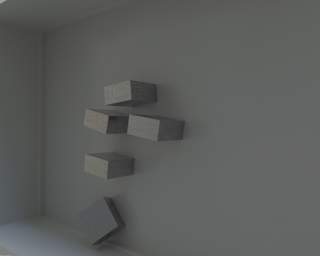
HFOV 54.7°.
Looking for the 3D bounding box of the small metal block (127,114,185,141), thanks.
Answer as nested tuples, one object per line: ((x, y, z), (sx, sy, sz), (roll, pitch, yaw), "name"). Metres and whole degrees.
((-0.005, -0.001, 0.393), (0.050, 0.050, 0.025), (12, 98, 39), "small metal block")

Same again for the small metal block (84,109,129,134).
((-0.073, -0.010, 0.448), (0.050, 0.050, 0.025), (17, 101, 38), "small metal block")

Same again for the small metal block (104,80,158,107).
((-0.040, -0.045, 0.421), (0.050, 0.050, 0.025), (-7, 86, 39), "small metal block")

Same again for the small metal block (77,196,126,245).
((-0.088, 0.139, 0.465), (0.050, 0.025, 0.050), (-37, 65, 6), "small metal block")

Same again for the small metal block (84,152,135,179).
((-0.073, 0.053, 0.448), (0.050, 0.050, 0.025), (10, 96, 39), "small metal block")
